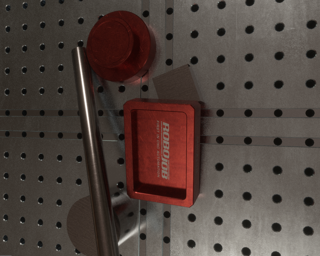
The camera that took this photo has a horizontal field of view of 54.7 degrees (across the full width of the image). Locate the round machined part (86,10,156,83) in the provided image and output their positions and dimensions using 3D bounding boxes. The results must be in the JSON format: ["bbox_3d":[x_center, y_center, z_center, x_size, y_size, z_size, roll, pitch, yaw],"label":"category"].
[{"bbox_3d":[-0.059,-0.112,0.423,0.098,0.042,0.097,0,90,19],"label":"round machined part"}]

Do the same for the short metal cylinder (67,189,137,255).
[{"bbox_3d":[-0.079,0.129,0.426,0.080,0.050,0.079,0,90,19],"label":"short metal cylinder"}]

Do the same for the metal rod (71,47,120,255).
[{"bbox_3d":[-0.087,0.027,0.406,0.025,0.025,0.299,-19,70,19],"label":"metal rod"}]

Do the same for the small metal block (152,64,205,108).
[{"bbox_3d":[0.024,-0.049,0.404,0.050,0.025,0.050,-20,83,18],"label":"small metal block"}]

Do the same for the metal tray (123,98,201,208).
[{"bbox_3d":[0.003,0.030,0.392,0.090,0.030,0.129,4,105,19],"label":"metal tray"}]
